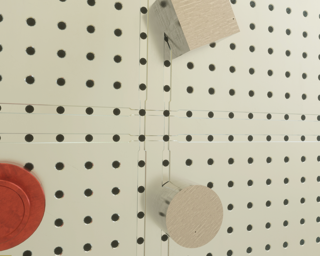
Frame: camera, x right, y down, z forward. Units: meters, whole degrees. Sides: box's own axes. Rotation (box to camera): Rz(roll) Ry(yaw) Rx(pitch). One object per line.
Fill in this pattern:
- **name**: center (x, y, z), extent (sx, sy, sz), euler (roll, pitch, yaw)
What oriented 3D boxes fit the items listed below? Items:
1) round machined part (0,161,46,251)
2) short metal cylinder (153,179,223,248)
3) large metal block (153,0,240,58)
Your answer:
- **round machined part**: center (-0.178, 0.087, 0.338), extent (0.099, 0.042, 0.097), euler (0, 90, -21)
- **short metal cylinder**: center (0.036, 0.112, 0.414), extent (0.081, 0.050, 0.079), euler (0, 90, -21)
- **large metal block**: center (0.049, -0.150, 0.418), extent (0.081, 0.050, 0.080), euler (-25, 99, -19)
